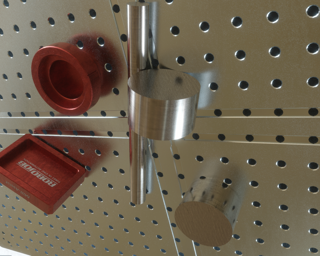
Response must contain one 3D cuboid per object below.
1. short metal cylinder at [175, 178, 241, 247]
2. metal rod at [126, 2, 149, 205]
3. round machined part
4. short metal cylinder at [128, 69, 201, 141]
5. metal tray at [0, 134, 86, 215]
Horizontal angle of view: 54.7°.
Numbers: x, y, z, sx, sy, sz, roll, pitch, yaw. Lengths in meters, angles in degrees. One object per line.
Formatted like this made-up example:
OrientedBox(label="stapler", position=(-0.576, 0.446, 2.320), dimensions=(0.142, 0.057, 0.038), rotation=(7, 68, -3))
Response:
OrientedBox(label="short metal cylinder", position=(0.067, 0.117, 0.432), dimensions=(0.080, 0.050, 0.079), rotation=(13, 124, 21))
OrientedBox(label="metal rod", position=(-0.030, -0.011, 0.420), dimensions=(0.025, 0.025, 0.298), rotation=(16, 125, 19))
OrientedBox(label="round machined part", position=(-0.121, -0.069, 0.422), dimensions=(0.098, 0.042, 0.097), rotation=(13, 124, 21))
OrientedBox(label="short metal cylinder", position=(0.003, -0.029, 0.356), dimensions=(0.080, 0.080, 0.050), rotation=(17, 125, 18))
OrientedBox(label="metal tray", position=(-0.204, 0.073, 0.521), dimensions=(0.130, 0.090, 0.030), rotation=(31, 133, 8))
